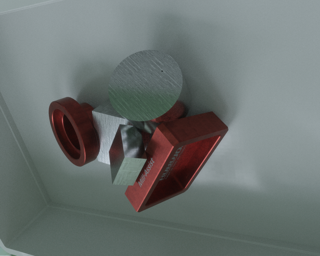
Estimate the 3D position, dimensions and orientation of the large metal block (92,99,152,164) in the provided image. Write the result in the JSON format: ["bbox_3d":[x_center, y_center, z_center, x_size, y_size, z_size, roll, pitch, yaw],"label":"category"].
[{"bbox_3d":[-0.039,0.009,0.415,0.080,0.050,0.079,14,124,20],"label":"large metal block"}]

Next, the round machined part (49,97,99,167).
[{"bbox_3d":[-0.114,0.002,0.440,0.098,0.042,0.097,30,133,39],"label":"round machined part"}]

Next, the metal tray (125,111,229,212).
[{"bbox_3d":[0.018,0.043,0.379,0.030,0.091,0.129,50,134,28],"label":"metal tray"}]

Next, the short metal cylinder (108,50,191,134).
[{"bbox_3d":[-0.010,-0.038,0.343,0.080,0.080,0.050,15,169,19],"label":"short metal cylinder"}]

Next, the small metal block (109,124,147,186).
[{"bbox_3d":[-0.039,0.032,0.363,0.025,0.050,0.050,8,132,-23],"label":"small metal block"}]
